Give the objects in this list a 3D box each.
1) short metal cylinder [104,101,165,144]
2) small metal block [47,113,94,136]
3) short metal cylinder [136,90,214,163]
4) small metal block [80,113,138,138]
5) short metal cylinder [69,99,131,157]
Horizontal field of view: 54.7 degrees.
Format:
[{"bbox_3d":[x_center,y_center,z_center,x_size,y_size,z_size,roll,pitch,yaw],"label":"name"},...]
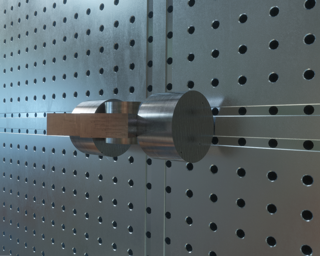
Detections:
[{"bbox_3d":[-0.030,-0.007,0.398,0.080,0.081,0.050,2,91,40],"label":"short metal cylinder"},{"bbox_3d":[-0.098,-0.004,0.368,0.050,0.050,0.025,1,91,8],"label":"small metal block"},{"bbox_3d":[0.019,-0.002,0.357,0.050,0.081,0.079,1,91,41],"label":"short metal cylinder"},{"bbox_3d":[-0.052,-0.003,0.336,0.050,0.050,0.025,1,91,9],"label":"small metal block"},{"bbox_3d":[-0.081,-0.001,0.440,0.050,0.081,0.079,2,91,40],"label":"short metal cylinder"}]
